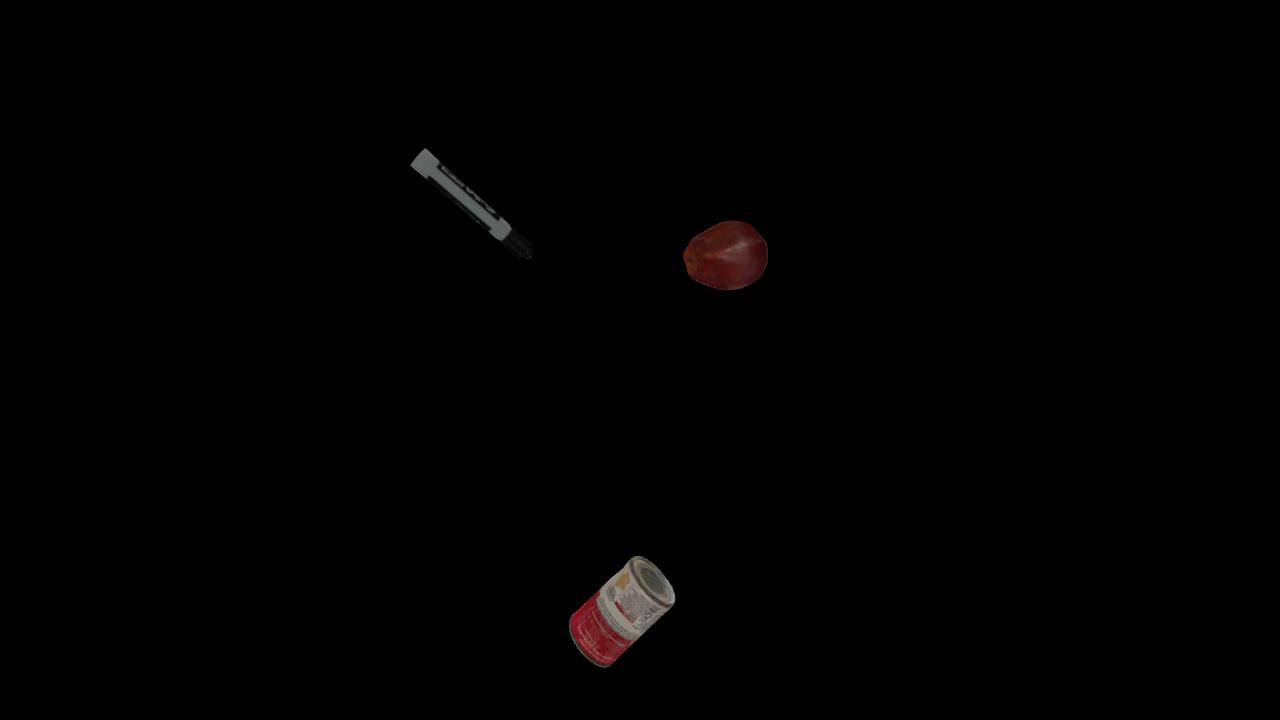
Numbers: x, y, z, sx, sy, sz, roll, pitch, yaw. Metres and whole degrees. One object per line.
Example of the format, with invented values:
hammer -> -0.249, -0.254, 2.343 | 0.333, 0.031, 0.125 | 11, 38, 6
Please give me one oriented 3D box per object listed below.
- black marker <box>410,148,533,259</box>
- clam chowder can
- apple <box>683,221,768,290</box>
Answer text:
black marker -> -0.138, -0.128, 0.521 | 0.121, 0.020, 0.020 | 41, -22, -28
clam chowder can -> -0.019, 0.272, 0.669 | 0.068, 0.102, 0.068 | 43, 9, -8
apple -> 0.098, -0.116, 0.693 | 0.093, 0.079, 0.079 | -12, 4, -17
